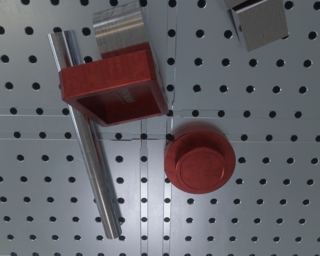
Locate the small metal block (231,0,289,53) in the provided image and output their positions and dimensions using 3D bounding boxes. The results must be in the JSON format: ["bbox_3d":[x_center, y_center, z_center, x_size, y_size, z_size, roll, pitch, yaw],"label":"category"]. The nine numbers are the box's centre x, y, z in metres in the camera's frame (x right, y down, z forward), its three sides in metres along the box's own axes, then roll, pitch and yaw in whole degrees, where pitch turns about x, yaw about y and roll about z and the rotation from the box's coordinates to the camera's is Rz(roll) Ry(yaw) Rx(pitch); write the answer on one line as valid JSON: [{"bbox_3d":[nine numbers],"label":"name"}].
[{"bbox_3d":[0.116,-0.124,0.361,0.050,0.025,0.050,-22,126,8],"label":"small metal block"}]

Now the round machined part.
[{"bbox_3d":[0.055,0.049,0.423,0.099,0.042,0.097,0,110,0],"label":"round machined part"}]

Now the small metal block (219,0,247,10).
[{"bbox_3d":[0.088,-0.169,0.352,0.050,0.025,0.050,-26,108,9],"label":"small metal block"}]

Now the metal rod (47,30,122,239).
[{"bbox_3d":[-0.096,0.023,0.420,0.025,0.025,0.298,-10,110,3],"label":"metal rod"}]

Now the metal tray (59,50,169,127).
[{"bbox_3d":[-0.042,-0.037,0.345,0.090,0.130,0.030,-12,77,4],"label":"metal tray"}]

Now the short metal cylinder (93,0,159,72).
[{"bbox_3d":[-0.036,-0.096,0.348,0.050,0.080,0.080,-15,110,5],"label":"short metal cylinder"}]
